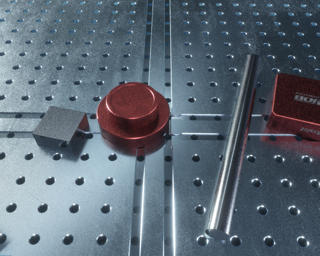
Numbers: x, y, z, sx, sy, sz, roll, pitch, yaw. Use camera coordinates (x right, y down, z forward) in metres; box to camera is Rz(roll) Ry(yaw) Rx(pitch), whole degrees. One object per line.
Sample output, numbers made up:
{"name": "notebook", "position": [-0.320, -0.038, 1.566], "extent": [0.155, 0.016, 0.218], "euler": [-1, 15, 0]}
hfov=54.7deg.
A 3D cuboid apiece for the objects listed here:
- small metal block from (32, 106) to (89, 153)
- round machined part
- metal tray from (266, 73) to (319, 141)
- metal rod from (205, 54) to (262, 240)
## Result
{"name": "small metal block", "position": [-0.128, 0.001, 0.405], "extent": [0.050, 0.025, 0.050], "euler": [11, 51, 9]}
{"name": "round machined part", "position": [-0.036, -0.024, 0.417], "extent": [0.099, 0.042, 0.098], "euler": [0, 50, 0]}
{"name": "metal tray", "position": [0.222, -0.026, 0.429], "extent": [0.131, 0.030, 0.090], "euler": [14, 51, 11]}
{"name": "metal rod", "position": [0.105, 0.000, 0.408], "extent": [0.025, 0.025, 0.300], "euler": [14, 51, 11]}
